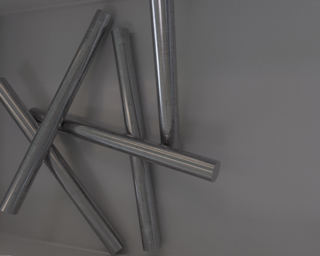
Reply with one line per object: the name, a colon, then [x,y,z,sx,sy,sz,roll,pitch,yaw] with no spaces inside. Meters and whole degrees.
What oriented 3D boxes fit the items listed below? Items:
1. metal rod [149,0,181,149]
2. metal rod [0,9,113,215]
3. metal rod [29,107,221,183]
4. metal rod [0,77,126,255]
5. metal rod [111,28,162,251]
metal rod: [0.005,-0.088,0.335,0.025,0.025,0.298,7,121,20]
metal rod: [-0.140,-0.025,0.426,0.025,0.025,0.299,23,85,18]
metal rod: [-0.067,0.014,0.410,0.300,0.025,0.025,15,95,28]
metal rod: [-0.149,0.051,0.445,0.025,0.025,0.300,-39,85,16]
metal rod: [-0.033,0.013,0.421,0.025,0.025,0.298,-10,87,20]
